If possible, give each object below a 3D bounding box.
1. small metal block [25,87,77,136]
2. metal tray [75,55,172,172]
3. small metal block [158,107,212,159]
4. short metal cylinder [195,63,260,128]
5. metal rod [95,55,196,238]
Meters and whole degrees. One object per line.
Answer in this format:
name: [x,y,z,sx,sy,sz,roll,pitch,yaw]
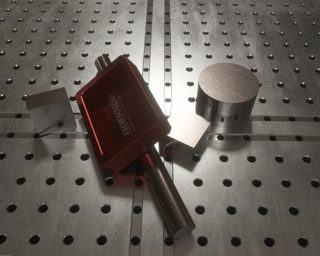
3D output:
small metal block: [-0.142,-0.022,0.408,0.050,0.050,0.025,-18,53,-15]
metal tray: [-0.052,-0.022,0.392,0.090,0.030,0.130,-38,53,12]
small metal block: [0.032,0.005,0.404,0.050,0.025,0.050,25,54,19]
short metal cylinder: [0.092,-0.046,0.431,0.081,0.050,0.080,0,50,0]
metal rod: [-0.033,0.000,0.406,0.025,0.025,0.300,-18,52,-15]
